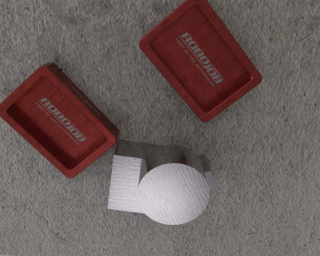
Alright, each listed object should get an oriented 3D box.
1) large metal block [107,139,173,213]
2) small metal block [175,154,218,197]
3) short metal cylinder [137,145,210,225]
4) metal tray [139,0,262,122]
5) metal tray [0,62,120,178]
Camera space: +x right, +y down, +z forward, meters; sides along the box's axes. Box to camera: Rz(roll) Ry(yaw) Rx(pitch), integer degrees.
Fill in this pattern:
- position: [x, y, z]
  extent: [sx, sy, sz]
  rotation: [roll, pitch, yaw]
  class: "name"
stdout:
- position: [-0.023, 0.067, 0.421]
  extent: [0.081, 0.050, 0.079]
  rotation: [8, 110, -3]
  class: "large metal block"
- position: [0.046, 0.065, 0.421]
  extent: [0.050, 0.050, 0.025]
  rotation: [-23, 109, 8]
  class: "small metal block"
- position: [0.015, 0.066, 0.368]
  extent: [0.081, 0.050, 0.079]
  rotation: [0, 110, 0]
  class: "short metal cylinder"
- position: [0.049, -0.082, 0.377]
  extent: [0.090, 0.030, 0.130]
  rotation: [-38, 106, 12]
  class: "metal tray"
- position: [-0.129, -0.007, 0.403]
  extent: [0.090, 0.030, 0.130]
  rotation: [-39, 106, 13]
  class: "metal tray"
